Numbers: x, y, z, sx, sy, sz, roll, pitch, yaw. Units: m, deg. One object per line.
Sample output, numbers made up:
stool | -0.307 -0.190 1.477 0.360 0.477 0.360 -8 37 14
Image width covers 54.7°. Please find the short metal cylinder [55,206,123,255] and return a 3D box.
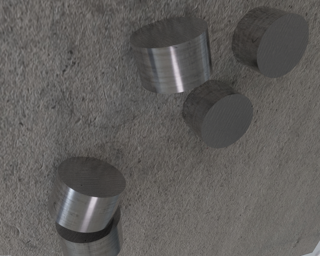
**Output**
short metal cylinder | -0.090 0.133 0.404 0.081 0.080 0.050 -14 124 -21

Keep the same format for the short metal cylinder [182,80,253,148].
short metal cylinder | 0.078 -0.019 0.421 0.081 0.050 0.079 -14 124 -21

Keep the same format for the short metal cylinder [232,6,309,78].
short metal cylinder | 0.141 -0.111 0.399 0.081 0.050 0.079 -14 124 -21

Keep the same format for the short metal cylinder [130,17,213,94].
short metal cylinder | 0.013 -0.079 0.329 0.081 0.080 0.050 -24 127 -14

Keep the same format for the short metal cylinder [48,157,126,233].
short metal cylinder | -0.087 0.077 0.371 0.081 0.080 0.050 9 114 -32
